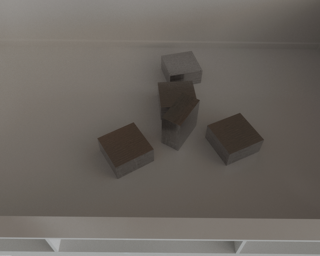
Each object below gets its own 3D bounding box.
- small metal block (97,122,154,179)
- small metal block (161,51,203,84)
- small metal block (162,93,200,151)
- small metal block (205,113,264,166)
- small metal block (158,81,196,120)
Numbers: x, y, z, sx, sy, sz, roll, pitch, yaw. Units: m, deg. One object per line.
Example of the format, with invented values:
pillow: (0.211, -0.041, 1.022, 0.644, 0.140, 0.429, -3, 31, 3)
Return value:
small metal block: (-0.042, 0.027, 0.382, 0.050, 0.025, 0.050, -25, 55, -20)
small metal block: (0.033, -0.091, 0.482, 0.050, 0.025, 0.050, -11, 51, -10)
small metal block: (0.026, -0.008, 0.396, 0.025, 0.050, 0.050, 25, 54, 19)
small metal block: (0.094, 0.013, 0.395, 0.050, 0.025, 0.050, -20, 53, -17)
small metal block: (0.024, -0.040, 0.439, 0.050, 0.025, 0.050, -4, 50, -4)
